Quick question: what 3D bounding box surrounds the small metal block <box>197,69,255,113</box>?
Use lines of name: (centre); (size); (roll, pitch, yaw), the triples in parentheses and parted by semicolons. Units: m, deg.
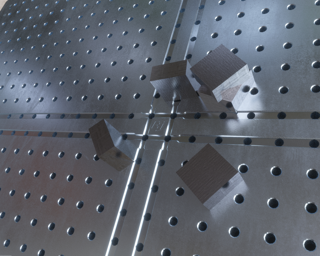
small metal block: (0.085, -0.053, 0.397); (0.050, 0.025, 0.050); (23, 74, 36)

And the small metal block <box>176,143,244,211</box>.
small metal block: (0.055, 0.054, 0.347); (0.050, 0.025, 0.050); (-42, 51, -1)

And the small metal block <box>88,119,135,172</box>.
small metal block: (-0.064, 0.023, 0.413); (0.025, 0.050, 0.050); (-34, 51, 6)

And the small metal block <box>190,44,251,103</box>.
small metal block: (0.073, -0.068, 0.380); (0.050, 0.025, 0.050); (-38, 51, 3)

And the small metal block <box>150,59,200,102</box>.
small metal block: (0.021, -0.063, 0.420); (0.050, 0.050, 0.025); (-7, 59, 25)
